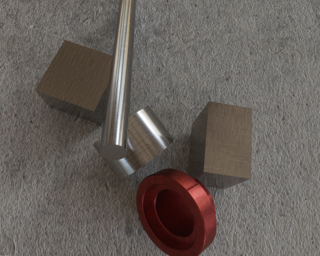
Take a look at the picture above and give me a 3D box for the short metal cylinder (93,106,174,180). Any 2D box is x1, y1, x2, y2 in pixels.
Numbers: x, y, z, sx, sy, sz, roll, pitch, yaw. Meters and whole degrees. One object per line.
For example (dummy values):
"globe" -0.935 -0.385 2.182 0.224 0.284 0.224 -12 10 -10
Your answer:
"short metal cylinder" -0.031 0.017 0.366 0.080 0.080 0.050 -36 92 -13

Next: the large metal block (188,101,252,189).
"large metal block" 0.068 0.024 0.368 0.050 0.080 0.080 9 70 -5

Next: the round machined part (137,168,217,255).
"round machined part" 0.022 0.091 0.346 0.042 0.097 0.098 -19 67 -45

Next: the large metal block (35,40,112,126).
"large metal block" -0.103 -0.060 0.416 0.080 0.050 0.080 20 71 7

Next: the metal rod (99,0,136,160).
"metal rod" -0.046 -0.090 0.384 0.025 0.025 0.300 -1 49 -1
